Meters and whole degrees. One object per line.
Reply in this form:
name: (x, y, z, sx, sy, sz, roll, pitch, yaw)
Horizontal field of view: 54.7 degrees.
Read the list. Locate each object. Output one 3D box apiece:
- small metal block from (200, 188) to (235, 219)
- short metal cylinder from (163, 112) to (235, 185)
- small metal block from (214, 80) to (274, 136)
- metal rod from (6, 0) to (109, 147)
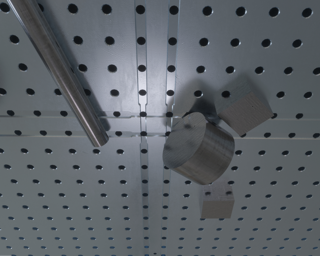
small metal block: (0.095, 0.127, 0.521, 0.050, 0.025, 0.050, 0, 130, 0)
short metal cylinder: (0.048, 0.026, 0.399, 0.050, 0.080, 0.080, 32, 123, -25)
small metal block: (0.106, -0.024, 0.393, 0.050, 0.025, 0.050, -37, 122, 27)
metal rod: (-0.123, -0.092, 0.332, 0.025, 0.025, 0.299, -13, 129, 10)
